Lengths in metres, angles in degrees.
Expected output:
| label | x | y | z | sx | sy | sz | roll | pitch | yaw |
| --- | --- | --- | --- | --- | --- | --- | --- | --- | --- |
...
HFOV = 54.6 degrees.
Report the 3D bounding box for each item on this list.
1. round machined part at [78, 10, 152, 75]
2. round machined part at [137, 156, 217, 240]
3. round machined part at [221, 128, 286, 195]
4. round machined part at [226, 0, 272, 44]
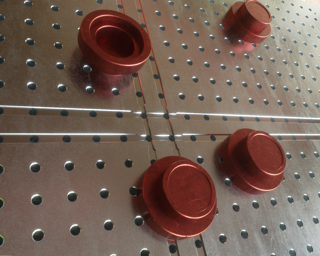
| label | x | y | z | sx | sy | sz | roll | pitch | yaw |
| --- | --- | --- | --- | --- | --- | --- | --- | --- | --- |
| round machined part | -0.065 | -0.113 | 0.431 | 0.099 | 0.042 | 0.098 | 13 | 56 | -21 |
| round machined part | 0.026 | 0.077 | 0.364 | 0.099 | 0.042 | 0.098 | 13 | 56 | -21 |
| round machined part | 0.140 | 0.043 | 0.446 | 0.099 | 0.042 | 0.098 | 13 | 56 | -21 |
| round machined part | 0.189 | -0.224 | 0.635 | 0.099 | 0.042 | 0.098 | 13 | 56 | -21 |
